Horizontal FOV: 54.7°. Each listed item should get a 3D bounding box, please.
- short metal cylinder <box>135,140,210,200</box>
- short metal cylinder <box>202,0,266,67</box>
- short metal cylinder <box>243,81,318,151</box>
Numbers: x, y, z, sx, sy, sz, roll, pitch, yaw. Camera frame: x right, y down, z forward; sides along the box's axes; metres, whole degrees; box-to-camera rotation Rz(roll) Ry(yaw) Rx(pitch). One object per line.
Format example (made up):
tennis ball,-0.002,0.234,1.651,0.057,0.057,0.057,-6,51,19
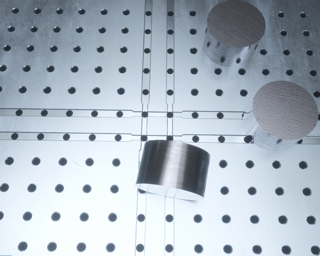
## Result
short metal cylinder,0.015,0.051,0.364,0.080,0.080,0.050,11,71,4
short metal cylinder,0.105,-0.136,0.449,0.081,0.050,0.080,0,70,0
short metal cylinder,0.154,-0.015,0.405,0.081,0.050,0.080,0,70,0
